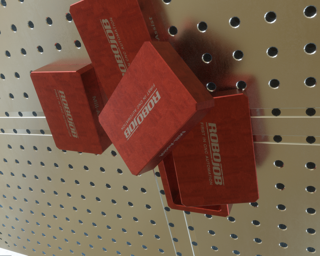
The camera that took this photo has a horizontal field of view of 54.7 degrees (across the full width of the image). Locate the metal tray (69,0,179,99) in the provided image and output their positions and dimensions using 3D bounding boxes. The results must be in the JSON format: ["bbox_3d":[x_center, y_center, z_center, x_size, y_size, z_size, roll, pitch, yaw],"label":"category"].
[{"bbox_3d":[-0.041,-0.096,0.369,0.090,0.030,0.129,-7,115,31],"label":"metal tray"}]

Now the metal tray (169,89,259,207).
[{"bbox_3d":[0.062,0.025,0.361,0.090,0.030,0.129,-7,106,12],"label":"metal tray"}]

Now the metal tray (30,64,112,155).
[{"bbox_3d":[-0.128,-0.026,0.457,0.090,0.030,0.129,4,120,26],"label":"metal tray"}]

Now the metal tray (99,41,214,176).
[{"bbox_3d":[-0.012,-0.018,0.341,0.090,0.030,0.129,55,131,18],"label":"metal tray"}]

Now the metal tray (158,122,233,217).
[{"bbox_3d":[0.045,0.056,0.417,0.090,0.030,0.129,1,119,27],"label":"metal tray"}]
